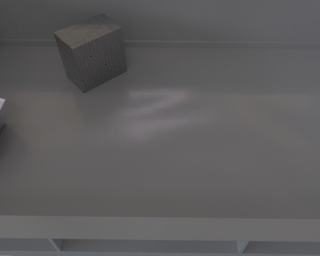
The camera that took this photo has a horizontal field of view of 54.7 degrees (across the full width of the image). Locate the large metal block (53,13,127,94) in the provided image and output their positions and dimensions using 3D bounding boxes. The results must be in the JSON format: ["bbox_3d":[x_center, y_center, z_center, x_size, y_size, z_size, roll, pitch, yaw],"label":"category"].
[{"bbox_3d":[-0.100,-0.111,0.462,0.080,0.080,0.050,-33,58,-25],"label":"large metal block"}]

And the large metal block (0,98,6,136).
[{"bbox_3d":[-0.241,0.000,0.371,0.081,0.050,0.080,14,48,-15],"label":"large metal block"}]
